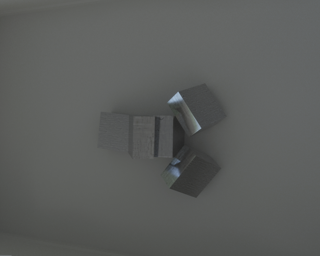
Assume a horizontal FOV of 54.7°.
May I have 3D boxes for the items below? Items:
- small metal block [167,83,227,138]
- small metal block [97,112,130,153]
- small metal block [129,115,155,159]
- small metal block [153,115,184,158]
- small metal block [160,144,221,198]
[{"bbox_3d":[0.045,-0.022,0.376,0.050,0.050,0.025,59,139,10],"label":"small metal block"},{"bbox_3d":[-0.056,0.005,0.426,0.050,0.025,0.050,7,92,19],"label":"small metal block"},{"bbox_3d":[-0.024,0.010,0.384,0.025,0.050,0.050,1,94,-12],"label":"small metal block"},{"bbox_3d":[0.012,0.010,0.391,0.025,0.050,0.050,1,91,20],"label":"small metal block"},{"bbox_3d":[0.038,0.053,0.379,0.050,0.050,0.025,-53,40,12],"label":"small metal block"}]
